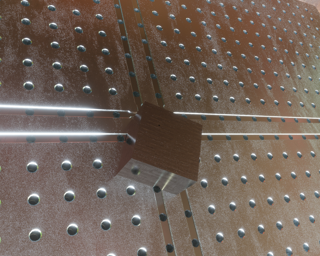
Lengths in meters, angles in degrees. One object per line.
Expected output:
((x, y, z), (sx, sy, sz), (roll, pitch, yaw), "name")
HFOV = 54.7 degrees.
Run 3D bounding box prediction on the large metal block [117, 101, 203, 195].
((0.002, 0.026, 0.379), (0.080, 0.050, 0.080), (22, 53, -16), "large metal block")
